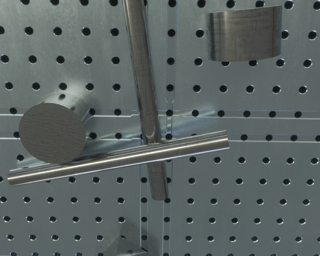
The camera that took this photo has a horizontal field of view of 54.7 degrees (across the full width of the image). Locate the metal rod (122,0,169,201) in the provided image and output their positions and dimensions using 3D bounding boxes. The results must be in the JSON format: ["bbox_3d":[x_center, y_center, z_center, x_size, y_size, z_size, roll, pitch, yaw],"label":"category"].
[{"bbox_3d":[-0.018,-0.040,0.398,0.025,0.025,0.298,-7,110,2],"label":"metal rod"}]

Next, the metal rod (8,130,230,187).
[{"bbox_3d":[-0.062,0.042,0.407,0.301,0.025,0.025,-11,110,12],"label":"metal rod"}]

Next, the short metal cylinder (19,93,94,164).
[{"bbox_3d":[-0.130,-0.001,0.398,0.081,0.050,0.079,0,110,0],"label":"short metal cylinder"}]

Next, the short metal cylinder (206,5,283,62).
[{"bbox_3d":[0.093,-0.106,0.346,0.080,0.080,0.050,-6,110,2],"label":"short metal cylinder"}]

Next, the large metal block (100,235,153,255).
[{"bbox_3d":[-0.057,0.230,0.484,0.080,0.050,0.080,37,106,-13],"label":"large metal block"}]
